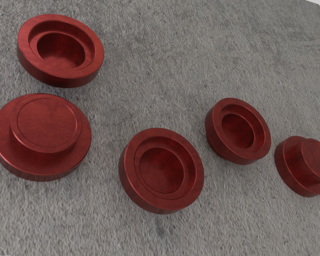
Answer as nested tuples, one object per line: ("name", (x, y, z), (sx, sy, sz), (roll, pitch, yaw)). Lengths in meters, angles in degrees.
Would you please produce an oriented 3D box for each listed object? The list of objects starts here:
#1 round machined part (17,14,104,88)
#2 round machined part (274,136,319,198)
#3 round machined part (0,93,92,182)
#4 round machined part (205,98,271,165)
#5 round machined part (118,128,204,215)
("round machined part", (-0.122, -0.089, 0.381), (0.099, 0.042, 0.098), (14, 56, -21))
("round machined part", (0.233, 0.055, 0.484), (0.099, 0.042, 0.098), (14, 56, -21))
("round machined part", (-0.120, 0.003, 0.326), (0.099, 0.042, 0.098), (14, 56, -21))
("round machined part", (0.106, 0.008, 0.445), (0.099, 0.042, 0.098), (14, 56, -21))
("round machined part", (-0.002, 0.052, 0.360), (0.099, 0.042, 0.098), (14, 56, -21))
